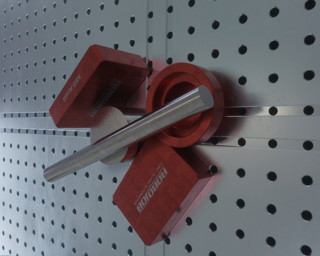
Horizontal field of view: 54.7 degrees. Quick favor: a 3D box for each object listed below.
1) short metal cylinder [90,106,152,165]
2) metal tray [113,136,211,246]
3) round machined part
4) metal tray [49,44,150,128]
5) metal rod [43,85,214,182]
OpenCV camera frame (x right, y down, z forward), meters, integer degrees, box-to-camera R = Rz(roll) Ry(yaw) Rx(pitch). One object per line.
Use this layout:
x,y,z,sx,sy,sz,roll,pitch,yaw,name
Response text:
-0.053,0.010,0.437,0.080,0.050,0.079,0,90,40,short metal cylinder
-0.003,0.078,0.409,0.090,0.030,0.129,46,117,30,metal tray
0.033,-0.026,0.371,0.098,0.042,0.097,0,90,40,round machined part
-0.086,-0.052,0.437,0.129,0.091,0.030,-46,62,30,metal tray
-0.063,0.021,0.395,0.299,0.025,0.025,-26,74,37,metal rod
